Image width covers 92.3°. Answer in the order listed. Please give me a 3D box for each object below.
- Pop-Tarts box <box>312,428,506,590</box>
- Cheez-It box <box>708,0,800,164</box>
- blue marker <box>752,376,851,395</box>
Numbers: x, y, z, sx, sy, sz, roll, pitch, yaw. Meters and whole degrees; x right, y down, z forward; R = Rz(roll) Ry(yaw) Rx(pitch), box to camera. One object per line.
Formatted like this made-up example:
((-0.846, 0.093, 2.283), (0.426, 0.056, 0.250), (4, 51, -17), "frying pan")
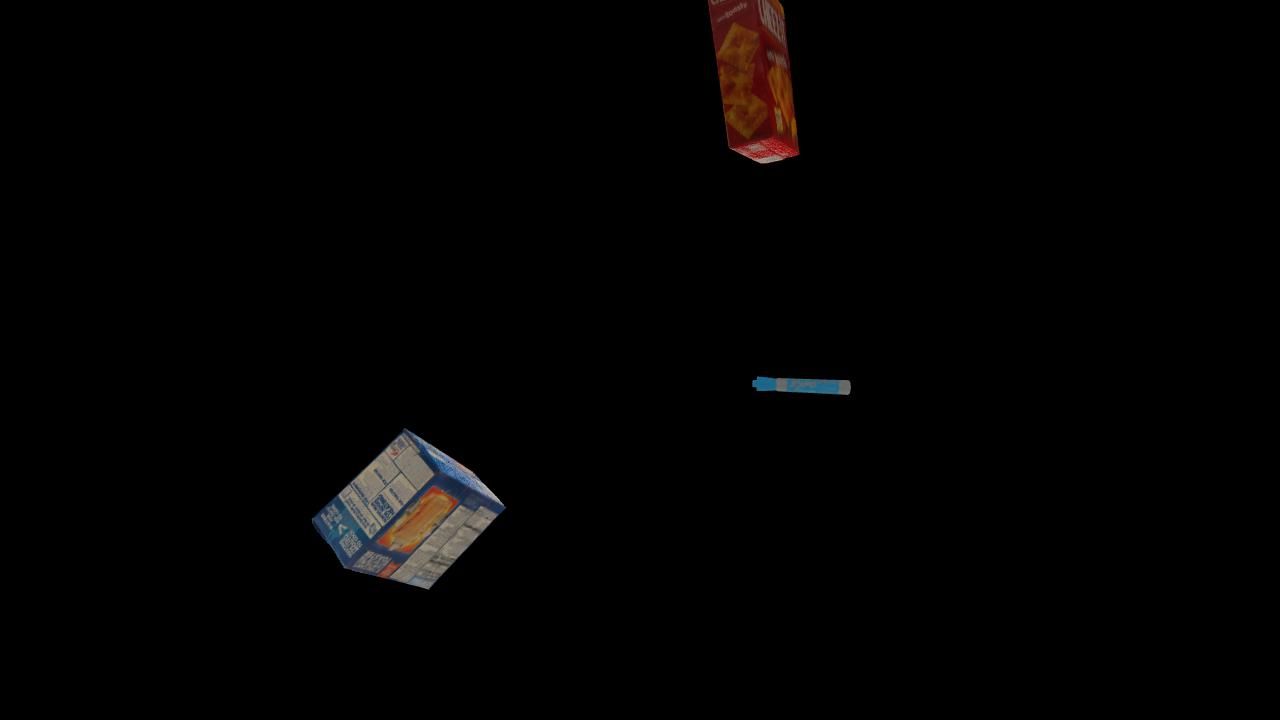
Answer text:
((-0.268, 0.184, 0.740), (0.083, 0.141, 0.167), (37, -12, 29), "Pop-Tarts box")
((0.166, -0.405, 0.872), (0.071, 0.223, 0.166), (-6, 6, 28), "Cheez-It box")
((0.203, 0.032, 0.778), (0.121, 0.020, 0.020), (2, 0, 2), "blue marker")
